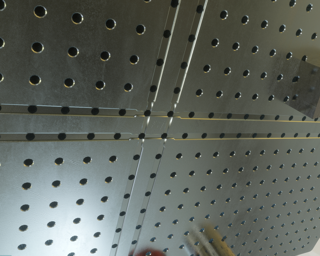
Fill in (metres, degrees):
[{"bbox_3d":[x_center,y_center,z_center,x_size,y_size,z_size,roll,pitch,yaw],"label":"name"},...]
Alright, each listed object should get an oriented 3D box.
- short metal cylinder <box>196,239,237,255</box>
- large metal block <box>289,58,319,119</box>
[{"bbox_3d":[0.117,0.274,0.628,0.081,0.050,0.079,-14,124,-20],"label":"short metal cylinder"},{"bbox_3d":[0.266,-0.067,0.498,0.081,0.050,0.079,-12,124,-22],"label":"large metal block"}]
